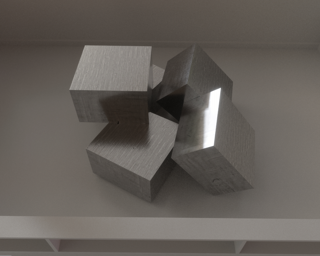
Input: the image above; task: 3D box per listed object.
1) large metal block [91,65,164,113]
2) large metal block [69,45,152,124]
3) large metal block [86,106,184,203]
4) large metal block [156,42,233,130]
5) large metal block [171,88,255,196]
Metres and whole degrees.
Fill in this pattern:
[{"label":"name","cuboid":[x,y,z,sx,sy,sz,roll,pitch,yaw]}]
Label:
[{"label":"large metal block","cuboid":[-0.042,-0.052,0.431,0.080,0.050,0.080,29,56,22]},{"label":"large metal block","cuboid":[-0.051,-0.052,0.363,0.080,0.050,0.080,1,49,2]},{"label":"large metal block","cuboid":[-0.025,0.026,0.361,0.080,0.050,0.080,24,54,18]},{"label":"large metal block","cuboid":[0.048,-0.048,0.400,0.080,0.050,0.080,39,45,-27]},{"label":"large metal block","cuboid":[0.063,0.017,0.345,0.050,0.080,0.080,-21,39,36]}]
